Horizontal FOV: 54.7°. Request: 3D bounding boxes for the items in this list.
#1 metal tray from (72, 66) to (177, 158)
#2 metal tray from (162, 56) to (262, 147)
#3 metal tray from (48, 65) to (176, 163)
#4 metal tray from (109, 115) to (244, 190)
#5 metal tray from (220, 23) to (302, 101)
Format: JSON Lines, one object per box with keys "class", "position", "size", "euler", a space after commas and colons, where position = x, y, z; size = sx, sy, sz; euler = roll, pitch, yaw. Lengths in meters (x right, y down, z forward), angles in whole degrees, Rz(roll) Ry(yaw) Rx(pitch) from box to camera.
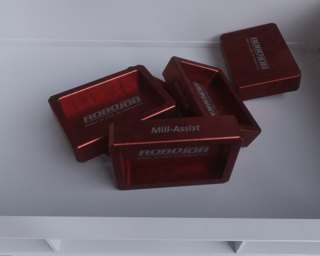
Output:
{"class": "metal tray", "position": [-0.046, -0.025, 0.421], "size": [0.090, 0.030, 0.131], "euler": [30, 56, 22]}
{"class": "metal tray", "position": [0.065, -0.036, 0.408], "size": [0.091, 0.030, 0.130], "euler": [7, 44, -32]}
{"class": "metal tray", "position": [-0.057, -0.023, 0.380], "size": [0.131, 0.030, 0.090], "euler": [-24, 54, -20]}
{"class": "metal tray", "position": [0.015, 0.029, 0.338], "size": [0.131, 0.089, 0.030], "euler": [-3, 50, -3]}
{"class": "metal tray", "position": [0.150, -0.104, 0.477], "size": [0.090, 0.030, 0.130], "euler": [-11, 50, 8]}
